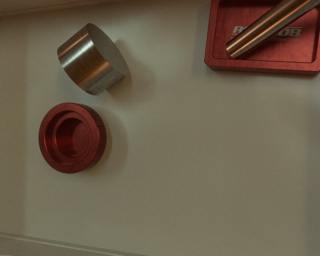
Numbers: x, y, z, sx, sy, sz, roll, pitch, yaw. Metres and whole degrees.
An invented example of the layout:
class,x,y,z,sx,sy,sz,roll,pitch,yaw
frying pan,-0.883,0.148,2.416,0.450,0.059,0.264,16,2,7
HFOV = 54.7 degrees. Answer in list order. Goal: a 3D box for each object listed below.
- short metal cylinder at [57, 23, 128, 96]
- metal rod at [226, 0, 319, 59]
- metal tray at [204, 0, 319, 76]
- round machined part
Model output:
class,x,y,z,sx,sy,sz,roll,pitch,yaw
short metal cylinder,-0.087,-0.090,0.411,0.050,0.080,0.080,-33,80,17
metal rod,0.174,-0.146,0.259,0.299,0.025,0.025,-32,79,47
metal tray,0.124,-0.112,0.364,0.130,0.030,0.089,7,92,19
round machined part,-0.119,0.014,0.442,0.098,0.042,0.097,0,90,19
